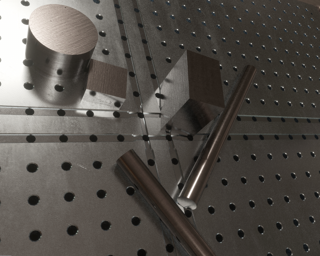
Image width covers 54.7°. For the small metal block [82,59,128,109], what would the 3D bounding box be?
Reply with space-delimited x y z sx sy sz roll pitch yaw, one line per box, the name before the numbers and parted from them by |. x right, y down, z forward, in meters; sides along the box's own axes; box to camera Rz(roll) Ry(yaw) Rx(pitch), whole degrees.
small metal block | -0.072 -0.057 0.406 0.050 0.025 0.050 13 56 -22

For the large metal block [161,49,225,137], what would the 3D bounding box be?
large metal block | 0.041 -0.045 0.424 0.050 0.080 0.080 14 56 -21

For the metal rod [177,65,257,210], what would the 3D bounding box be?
metal rod | 0.098 -0.007 0.466 0.025 0.025 0.301 37 51 -4

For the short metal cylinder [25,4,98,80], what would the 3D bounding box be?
short metal cylinder | -0.125 -0.108 0.392 0.081 0.050 0.080 14 56 -21

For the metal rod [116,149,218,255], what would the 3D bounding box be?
metal rod | 0.052 0.147 0.347 0.025 0.025 0.300 -34 81 -38
